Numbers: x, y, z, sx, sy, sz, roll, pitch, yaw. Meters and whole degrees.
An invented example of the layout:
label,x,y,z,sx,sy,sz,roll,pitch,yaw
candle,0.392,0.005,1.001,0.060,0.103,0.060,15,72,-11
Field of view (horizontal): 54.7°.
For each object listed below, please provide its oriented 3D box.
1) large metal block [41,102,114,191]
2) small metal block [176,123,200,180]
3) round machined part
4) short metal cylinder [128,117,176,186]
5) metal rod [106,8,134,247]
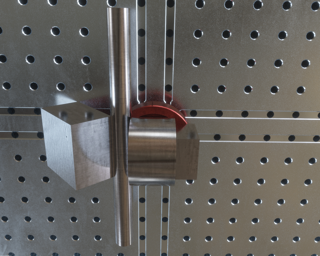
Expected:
label,x,y,z,sx,sy,sz,roll,pitch,yaw
large metal block,-0.102,0.018,0.383,0.050,0.080,0.079,-16,116,-39
small metal block,0.030,0.027,0.365,0.025,0.050,0.050,1,110,-1
round machined part,-0.008,0.011,0.407,0.099,0.042,0.097,0,110,-1
short metal cylinder,-0.009,0.027,0.362,0.050,0.080,0.079,1,110,-1
metal rod,-0.046,0.015,0.374,0.025,0.025,0.298,1,110,-1
